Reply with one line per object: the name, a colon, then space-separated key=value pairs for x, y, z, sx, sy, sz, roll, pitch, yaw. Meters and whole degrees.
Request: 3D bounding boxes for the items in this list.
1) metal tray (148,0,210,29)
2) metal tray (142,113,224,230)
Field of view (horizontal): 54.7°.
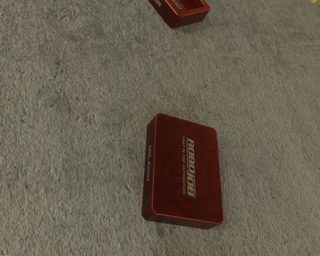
metal tray: x=0.019 y=-0.244 z=0.559 sx=0.091 sy=0.030 sz=0.130 roll=-28 pitch=77 yaw=-37
metal tray: x=0.028 y=0.052 z=0.384 sx=0.091 sy=0.030 sz=0.130 roll=15 pitch=56 yaw=-20
